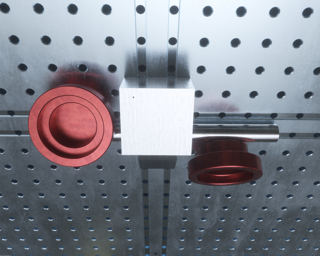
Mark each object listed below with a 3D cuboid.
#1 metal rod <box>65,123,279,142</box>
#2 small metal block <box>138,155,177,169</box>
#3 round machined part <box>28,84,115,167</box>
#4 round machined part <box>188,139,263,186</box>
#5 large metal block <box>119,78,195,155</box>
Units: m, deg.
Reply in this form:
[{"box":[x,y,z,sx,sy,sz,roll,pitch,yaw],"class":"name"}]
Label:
[{"box":[0.006,0.006,0.418,0.302,0.025,0.025,0,130,-1],"class":"metal rod"},{"box":[-0.003,0.039,0.432,0.050,0.025,0.050,0,159,-1],"class":"small metal block"},{"box":[-0.103,-0.005,0.378,0.099,0.042,0.097,0,104,-1],"class":"round machined part"},{"box":[0.087,0.047,0.425,0.099,0.042,0.098,0,156,0],"class":"round machined part"},{"box":[-0.004,-0.015,0.368,0.081,0.050,0.079,0,112,-1],"class":"large metal block"}]
